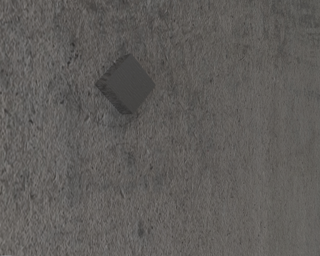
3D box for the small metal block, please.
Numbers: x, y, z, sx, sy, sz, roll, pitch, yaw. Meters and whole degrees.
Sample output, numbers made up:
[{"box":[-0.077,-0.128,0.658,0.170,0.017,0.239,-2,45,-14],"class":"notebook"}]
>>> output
[{"box":[-0.040,-0.052,0.370,0.050,0.025,0.050,50,61,-28],"class":"small metal block"}]
